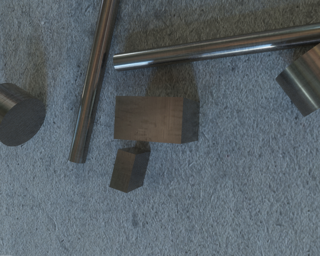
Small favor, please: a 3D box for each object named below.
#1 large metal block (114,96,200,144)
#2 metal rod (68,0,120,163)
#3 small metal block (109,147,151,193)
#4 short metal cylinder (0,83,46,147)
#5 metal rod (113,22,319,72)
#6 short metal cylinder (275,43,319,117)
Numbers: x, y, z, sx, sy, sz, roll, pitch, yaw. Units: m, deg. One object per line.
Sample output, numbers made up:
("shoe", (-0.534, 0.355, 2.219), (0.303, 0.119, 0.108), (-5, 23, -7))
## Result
("large metal block", (0.000, -0.010, 0.380), (0.080, 0.080, 0.050), (3, 91, 20))
("metal rod", (-0.088, -0.097, 0.439), (0.025, 0.025, 0.298), (15, 95, 19))
("small metal block", (-0.038, 0.054, 0.409), (0.025, 0.050, 0.050), (15, 95, 19))
("short metal cylinder", (-0.218, -0.020, 0.457), (0.050, 0.080, 0.080), (30, 100, 17))
("metal rod", (0.083, -0.099, 0.379), (0.301, 0.025, 0.025), (-4, 89, 19))
("short metal cylinder", (0.170, -0.055, 0.320), (0.080, 0.080, 0.050), (-36, 79, 16))
